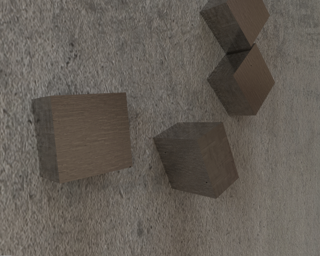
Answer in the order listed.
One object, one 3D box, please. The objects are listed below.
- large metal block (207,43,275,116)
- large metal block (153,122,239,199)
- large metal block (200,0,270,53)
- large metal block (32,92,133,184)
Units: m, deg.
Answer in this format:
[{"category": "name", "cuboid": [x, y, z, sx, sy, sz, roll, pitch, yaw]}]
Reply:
[{"category": "large metal block", "cuboid": [0.132, -0.076, 0.499, 0.080, 0.050, 0.080, 52, 59, -27]}, {"category": "large metal block", "cuboid": [0.047, 0.039, 0.408, 0.050, 0.080, 0.080, -31, 110, -36]}, {"category": "large metal block", "cuboid": [0.120, -0.180, 0.488, 0.080, 0.050, 0.080, 49, 61, -29]}, {"category": "large metal block", "cuboid": [-0.079, 0.006, 0.322, 0.081, 0.050, 0.079, -8, 95, -40]}]
